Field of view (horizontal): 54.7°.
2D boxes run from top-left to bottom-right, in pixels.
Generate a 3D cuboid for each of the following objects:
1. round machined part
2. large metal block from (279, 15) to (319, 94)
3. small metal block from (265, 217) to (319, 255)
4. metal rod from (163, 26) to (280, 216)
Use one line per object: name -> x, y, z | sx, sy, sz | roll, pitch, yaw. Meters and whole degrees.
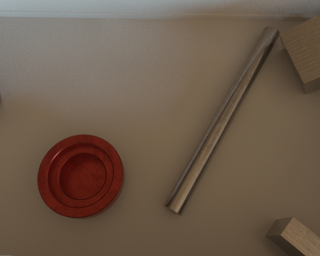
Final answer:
round machined part -> -0.092, 0.061, 0.377 | 0.099, 0.042, 0.098 | 0, 70, -1
large metal block -> 0.220, -0.104, 0.420 | 0.080, 0.050, 0.080 | -24, 70, 20
small metal block -> 0.156, 0.129, 0.351 | 0.050, 0.050, 0.025 | 39, 75, 12
metal rod -> 0.091, -0.021, 0.418 | 0.025, 0.025, 0.300 | 29, 72, 10
